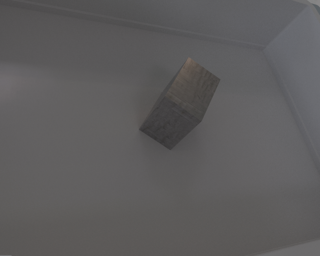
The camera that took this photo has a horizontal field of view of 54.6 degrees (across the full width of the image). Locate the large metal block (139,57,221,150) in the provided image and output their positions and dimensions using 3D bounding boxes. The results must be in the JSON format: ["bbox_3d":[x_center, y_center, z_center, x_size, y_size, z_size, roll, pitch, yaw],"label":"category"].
[{"bbox_3d":[0.025,-0.030,0.402,0.050,0.080,0.080,34,51,-6],"label":"large metal block"}]
